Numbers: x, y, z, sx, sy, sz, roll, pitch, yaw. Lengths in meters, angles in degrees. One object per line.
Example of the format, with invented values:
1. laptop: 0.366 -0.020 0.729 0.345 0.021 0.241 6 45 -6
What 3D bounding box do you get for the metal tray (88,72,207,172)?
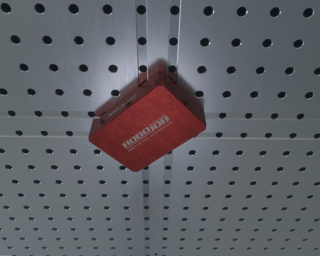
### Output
1. metal tray: -0.017 -0.002 0.406 0.130 0.030 0.090 -34 123 25
